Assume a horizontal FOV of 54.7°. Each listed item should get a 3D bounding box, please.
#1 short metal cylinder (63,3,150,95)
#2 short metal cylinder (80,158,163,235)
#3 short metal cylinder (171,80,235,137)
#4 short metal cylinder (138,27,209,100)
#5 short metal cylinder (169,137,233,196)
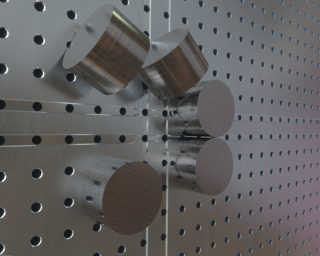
[{"bbox_3d":[-0.057,-0.082,0.327,0.050,0.080,0.080,35,69,-35],"label":"short metal cylinder"},{"bbox_3d":[-0.044,0.076,0.358,0.081,0.050,0.079,0,91,-40],"label":"short metal cylinder"},{"bbox_3d":[0.063,-0.027,0.448,0.081,0.050,0.079,0,90,-40],"label":"short metal cylinder"},{"bbox_3d":[0.013,-0.080,0.386,0.050,0.080,0.080,52,59,-28],"label":"short metal cylinder"},{"bbox_3d":[0.060,0.053,0.446,0.081,0.050,0.079,0,90,-40],"label":"short metal cylinder"}]
